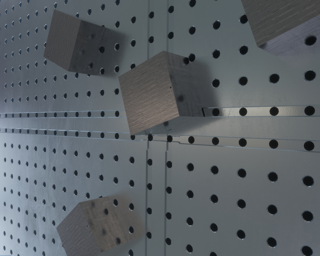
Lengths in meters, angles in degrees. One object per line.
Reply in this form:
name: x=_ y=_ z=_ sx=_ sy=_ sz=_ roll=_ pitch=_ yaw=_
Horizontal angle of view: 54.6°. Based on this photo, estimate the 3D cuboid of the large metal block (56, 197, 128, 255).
large metal block: x=-0.109 y=0.167 z=0.484 sx=0.080 sy=0.050 sz=0.080 roll=-47 pitch=62 yaw=30

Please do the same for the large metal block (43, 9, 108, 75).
large metal block: x=-0.141 y=-0.141 z=0.511 sx=0.080 sy=0.050 sz=0.080 roll=31 pitch=109 yaw=36

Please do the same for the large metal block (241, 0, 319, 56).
large metal block: x=0.125 y=-0.126 z=0.290 sx=0.080 sy=0.050 sz=0.080 roll=-24 pitch=75 yaw=37

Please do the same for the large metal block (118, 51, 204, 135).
large metal block: x=0.000 y=-0.040 z=0.395 sx=0.080 sy=0.050 sz=0.080 roll=-21 pitch=77 yaw=38
